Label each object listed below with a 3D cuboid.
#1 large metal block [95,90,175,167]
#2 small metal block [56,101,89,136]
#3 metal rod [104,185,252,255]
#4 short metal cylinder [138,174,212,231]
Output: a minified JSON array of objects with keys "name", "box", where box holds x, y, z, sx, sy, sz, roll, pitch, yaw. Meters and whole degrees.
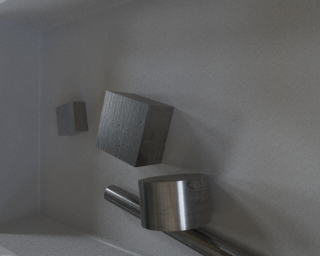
[{"name":"large metal block","box":[-0.035,-0.001,0.418,0.080,0.050,0.079,21,103,37]},{"name":"small metal block","box":[-0.150,-0.015,0.528,0.050,0.025,0.050,-13,82,39]},{"name":"metal rod","box":[0.039,0.131,0.372,0.300,0.025,0.025,17,101,38]},{"name":"short metal cylinder","box":[0.017,0.082,0.356,0.080,0.081,0.050,-8,85,39]}]
